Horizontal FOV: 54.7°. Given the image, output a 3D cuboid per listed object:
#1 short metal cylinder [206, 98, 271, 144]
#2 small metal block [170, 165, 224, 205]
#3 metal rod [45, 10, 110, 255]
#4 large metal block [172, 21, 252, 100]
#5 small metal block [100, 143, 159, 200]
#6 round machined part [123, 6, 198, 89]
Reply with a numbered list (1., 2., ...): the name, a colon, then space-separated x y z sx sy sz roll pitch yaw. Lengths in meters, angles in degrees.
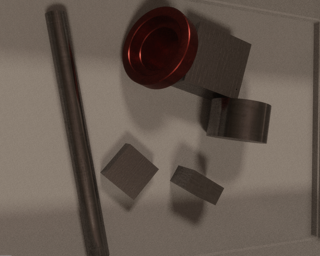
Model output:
1. short metal cylinder: 0.107 -0.009 0.422 0.081 0.080 0.050 9 87 -20
2. small metal block: 0.049 0.076 0.417 0.050 0.050 0.025 33 79 -18
3. metal rod: -0.099 0.013 0.374 0.025 0.025 0.298 -11 94 -20
4. large metal block: 0.068 -0.086 0.424 0.081 0.050 0.080 17 84 -20
5. small metal block: -0.039 0.055 0.397 0.050 0.025 0.050 43 76 -15
6. round machined part: 0.004 -0.095 0.383 0.042 0.098 0.097 18 83 -54
